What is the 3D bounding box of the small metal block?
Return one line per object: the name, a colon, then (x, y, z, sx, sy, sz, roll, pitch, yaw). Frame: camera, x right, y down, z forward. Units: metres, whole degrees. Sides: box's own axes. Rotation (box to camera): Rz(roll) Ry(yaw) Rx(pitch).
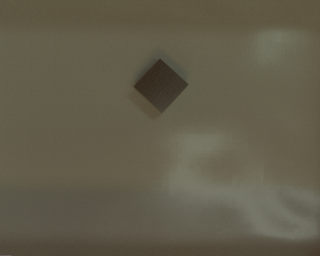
small metal block: (0.002, -0.055, 0.411, 0.050, 0.025, 0.050, 43, 90, 0)
